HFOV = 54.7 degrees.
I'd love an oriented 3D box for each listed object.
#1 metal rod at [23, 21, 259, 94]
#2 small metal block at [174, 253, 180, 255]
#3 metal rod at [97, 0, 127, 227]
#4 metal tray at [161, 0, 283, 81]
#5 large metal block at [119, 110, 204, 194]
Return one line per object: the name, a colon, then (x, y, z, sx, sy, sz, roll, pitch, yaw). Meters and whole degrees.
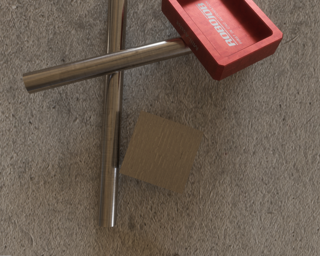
metal rod: (-0.014, -0.093, 0.389, 0.302, 0.025, 0.025, -16, 90, -9)
small metal block: (0.036, 0.194, 0.398, 0.050, 0.050, 0.025, 32, 90, -1)
metal rod: (-0.063, -0.022, 0.409, 0.025, 0.025, 0.298, 3, 90, -1)
metal tray: (0.071, -0.130, 0.377, 0.091, 0.030, 0.130, -27, 70, -13)
large metal block: (0.002, 0.029, 0.398, 0.080, 0.050, 0.080, 19, 90, -1)
